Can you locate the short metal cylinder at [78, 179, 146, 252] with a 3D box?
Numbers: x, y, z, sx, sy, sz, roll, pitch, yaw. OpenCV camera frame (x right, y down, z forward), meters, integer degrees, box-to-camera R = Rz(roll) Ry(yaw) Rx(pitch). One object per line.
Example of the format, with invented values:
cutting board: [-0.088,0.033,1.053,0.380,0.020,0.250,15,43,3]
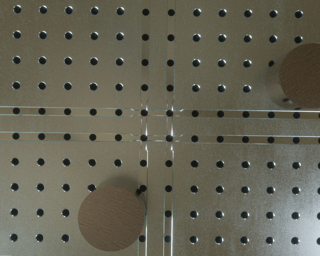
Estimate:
short metal cylinder: [-0.059,0.110,0.400,0.081,0.050,0.079,0,90,0]

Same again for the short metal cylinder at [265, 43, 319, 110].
short metal cylinder: [0.186,-0.064,0.402,0.081,0.050,0.079,0,90,0]
